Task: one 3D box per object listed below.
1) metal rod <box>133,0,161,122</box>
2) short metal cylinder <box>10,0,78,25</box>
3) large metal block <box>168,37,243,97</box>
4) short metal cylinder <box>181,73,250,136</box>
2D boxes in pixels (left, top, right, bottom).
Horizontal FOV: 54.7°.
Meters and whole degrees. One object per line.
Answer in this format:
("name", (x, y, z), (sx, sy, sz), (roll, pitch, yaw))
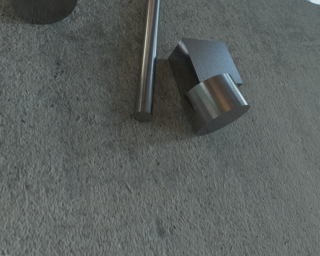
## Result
("metal rod", (-0.015, -0.140, 0.480), (0.025, 0.025, 0.300), (16, 55, -19))
("short metal cylinder", (-0.153, -0.180, 0.396), (0.081, 0.080, 0.050), (-12, 68, -33))
("large metal block", (0.068, -0.088, 0.478), (0.081, 0.050, 0.080), (-3, 63, -30))
("short metal cylinder", (0.076, -0.031, 0.428), (0.081, 0.080, 0.050), (-15, 70, -34))
